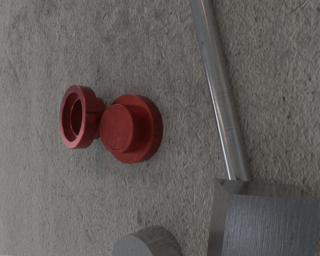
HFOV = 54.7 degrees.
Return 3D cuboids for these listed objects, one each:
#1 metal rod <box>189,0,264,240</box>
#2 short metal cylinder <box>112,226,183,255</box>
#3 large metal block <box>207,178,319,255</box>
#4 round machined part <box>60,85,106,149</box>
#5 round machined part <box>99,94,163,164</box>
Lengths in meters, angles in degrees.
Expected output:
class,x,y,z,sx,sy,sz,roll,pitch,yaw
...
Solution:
class,x,y,z,sx,sy,sz,roll,pitch,yaw
metal rod,0.070,-0.031,0.347,0.025,0.025,0.299,-18,79,38
short metal cylinder,-0.017,0.173,0.403,0.080,0.050,0.080,0,90,40
large metal block,0.092,0.095,0.286,0.081,0.050,0.079,5,95,-3
round machined part,-0.118,-0.016,0.483,0.098,0.042,0.097,-4,85,51
round machined part,-0.047,0.001,0.433,0.098,0.042,0.097,0,90,40
